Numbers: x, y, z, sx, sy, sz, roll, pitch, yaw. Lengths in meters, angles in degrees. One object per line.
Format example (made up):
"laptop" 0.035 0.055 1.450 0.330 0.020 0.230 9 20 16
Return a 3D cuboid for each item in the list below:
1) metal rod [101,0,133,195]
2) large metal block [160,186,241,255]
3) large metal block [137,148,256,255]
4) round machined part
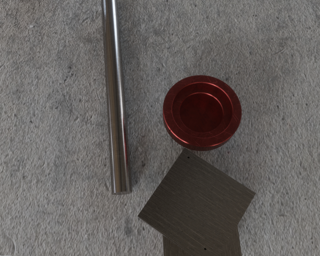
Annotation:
"metal rod" -0.062 -0.060 0.429 0.025 0.025 0.299 -6 70 -3
"large metal block" 0.043 0.111 0.355 0.081 0.050 0.080 -3 70 -2
"large metal block" 0.035 0.080 0.313 0.080 0.050 0.080 33 73 11
"round machined part" 0.053 -0.016 0.406 0.099 0.042 0.098 0 70 -1
